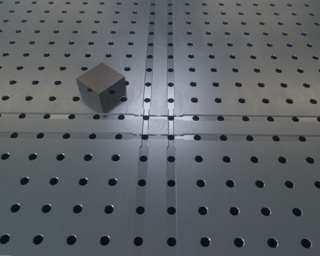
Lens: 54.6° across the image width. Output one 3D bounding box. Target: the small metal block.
[{"bbox_3d":[-0.087,-0.066,0.463,0.050,0.025,0.050,34,58,25],"label":"small metal block"}]
